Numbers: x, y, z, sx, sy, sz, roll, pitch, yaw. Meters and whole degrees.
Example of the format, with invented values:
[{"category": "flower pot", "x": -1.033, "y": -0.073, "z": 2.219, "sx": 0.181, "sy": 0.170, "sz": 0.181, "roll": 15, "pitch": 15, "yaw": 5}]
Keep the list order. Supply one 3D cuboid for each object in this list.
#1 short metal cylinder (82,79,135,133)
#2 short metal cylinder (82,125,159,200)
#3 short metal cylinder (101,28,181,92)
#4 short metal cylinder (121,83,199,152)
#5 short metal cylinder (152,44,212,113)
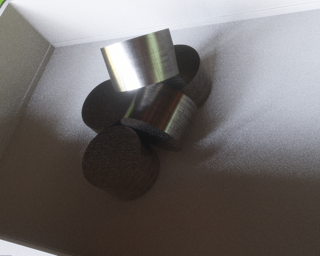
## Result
[{"category": "short metal cylinder", "x": -0.060, "y": -0.022, "z": 0.430, "sx": 0.080, "sy": 0.050, "sz": 0.080, "roll": -13, "pitch": 56, "yaw": 20}, {"category": "short metal cylinder", "x": -0.048, "y": 0.044, "z": 0.384, "sx": 0.080, "sy": 0.050, "sz": 0.080, "roll": -13, "pitch": 56, "yaw": 20}, {"category": "short metal cylinder", "x": -0.022, "y": -0.078, "z": 0.355, "sx": 0.080, "sy": 0.050, "sz": 0.080, "roll": -15, "pitch": 16, "yaw": 5}, {"category": "short metal cylinder", "x": 0.000, "y": -0.012, "z": 0.376, "sx": 0.080, "sy": 0.080, "sz": 0.050, "roll": 14, "pitch": 69, "yaw": 33}, {"category": "short metal cylinder", "x": 0.023, "y": -0.064, "z": 0.414, "sx": 0.080, "sy": 0.050, "sz": 0.080, "roll": -13, "pitch": 56, "yaw": 20}]
